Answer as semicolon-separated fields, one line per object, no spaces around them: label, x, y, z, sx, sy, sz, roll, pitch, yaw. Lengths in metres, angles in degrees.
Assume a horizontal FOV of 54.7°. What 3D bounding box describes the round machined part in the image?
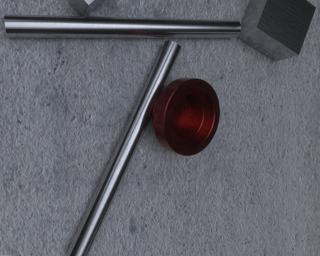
round machined part;0.029;-0.016;0.401;0.099;0.042;0.097;-10;106;-38

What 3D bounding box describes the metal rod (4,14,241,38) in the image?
metal rod;-0.031;-0.129;0.398;0.303;0.025;0.025;-6;92;-20

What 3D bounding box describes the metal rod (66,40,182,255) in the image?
metal rod;-0.042;0.024;0.394;0.025;0.025;0.299;27;81;-19

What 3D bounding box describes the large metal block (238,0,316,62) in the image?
large metal block;0.172;-0.157;0.461;0.080;0.050;0.080;25;82;-19

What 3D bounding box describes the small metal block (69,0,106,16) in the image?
small metal block;-0.079;-0.162;0.367;0.050;0.050;0.025;-46;105;-14
